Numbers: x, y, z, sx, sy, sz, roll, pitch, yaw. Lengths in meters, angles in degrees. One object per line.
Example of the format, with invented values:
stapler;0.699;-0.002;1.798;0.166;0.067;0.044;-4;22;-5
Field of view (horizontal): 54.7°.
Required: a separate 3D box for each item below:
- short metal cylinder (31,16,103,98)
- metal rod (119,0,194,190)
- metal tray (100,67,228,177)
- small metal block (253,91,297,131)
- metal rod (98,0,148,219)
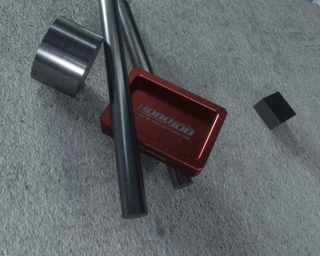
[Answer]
short metal cylinder;-0.106;-0.081;0.361;0.050;0.080;0.080;26;53;-12
metal rod;-0.016;-0.061;0.432;0.025;0.025;0.299;-5;64;-31
metal tray;0.005;-0.009;0.378;0.130;0.030;0.090;26;64;4
small metal block;0.195;-0.030;0.527;0.050;0.025;0.050;-23;74;-36
metal rod;-0.048;-0.050;0.358;0.025;0.025;0.299;3;63;-27
